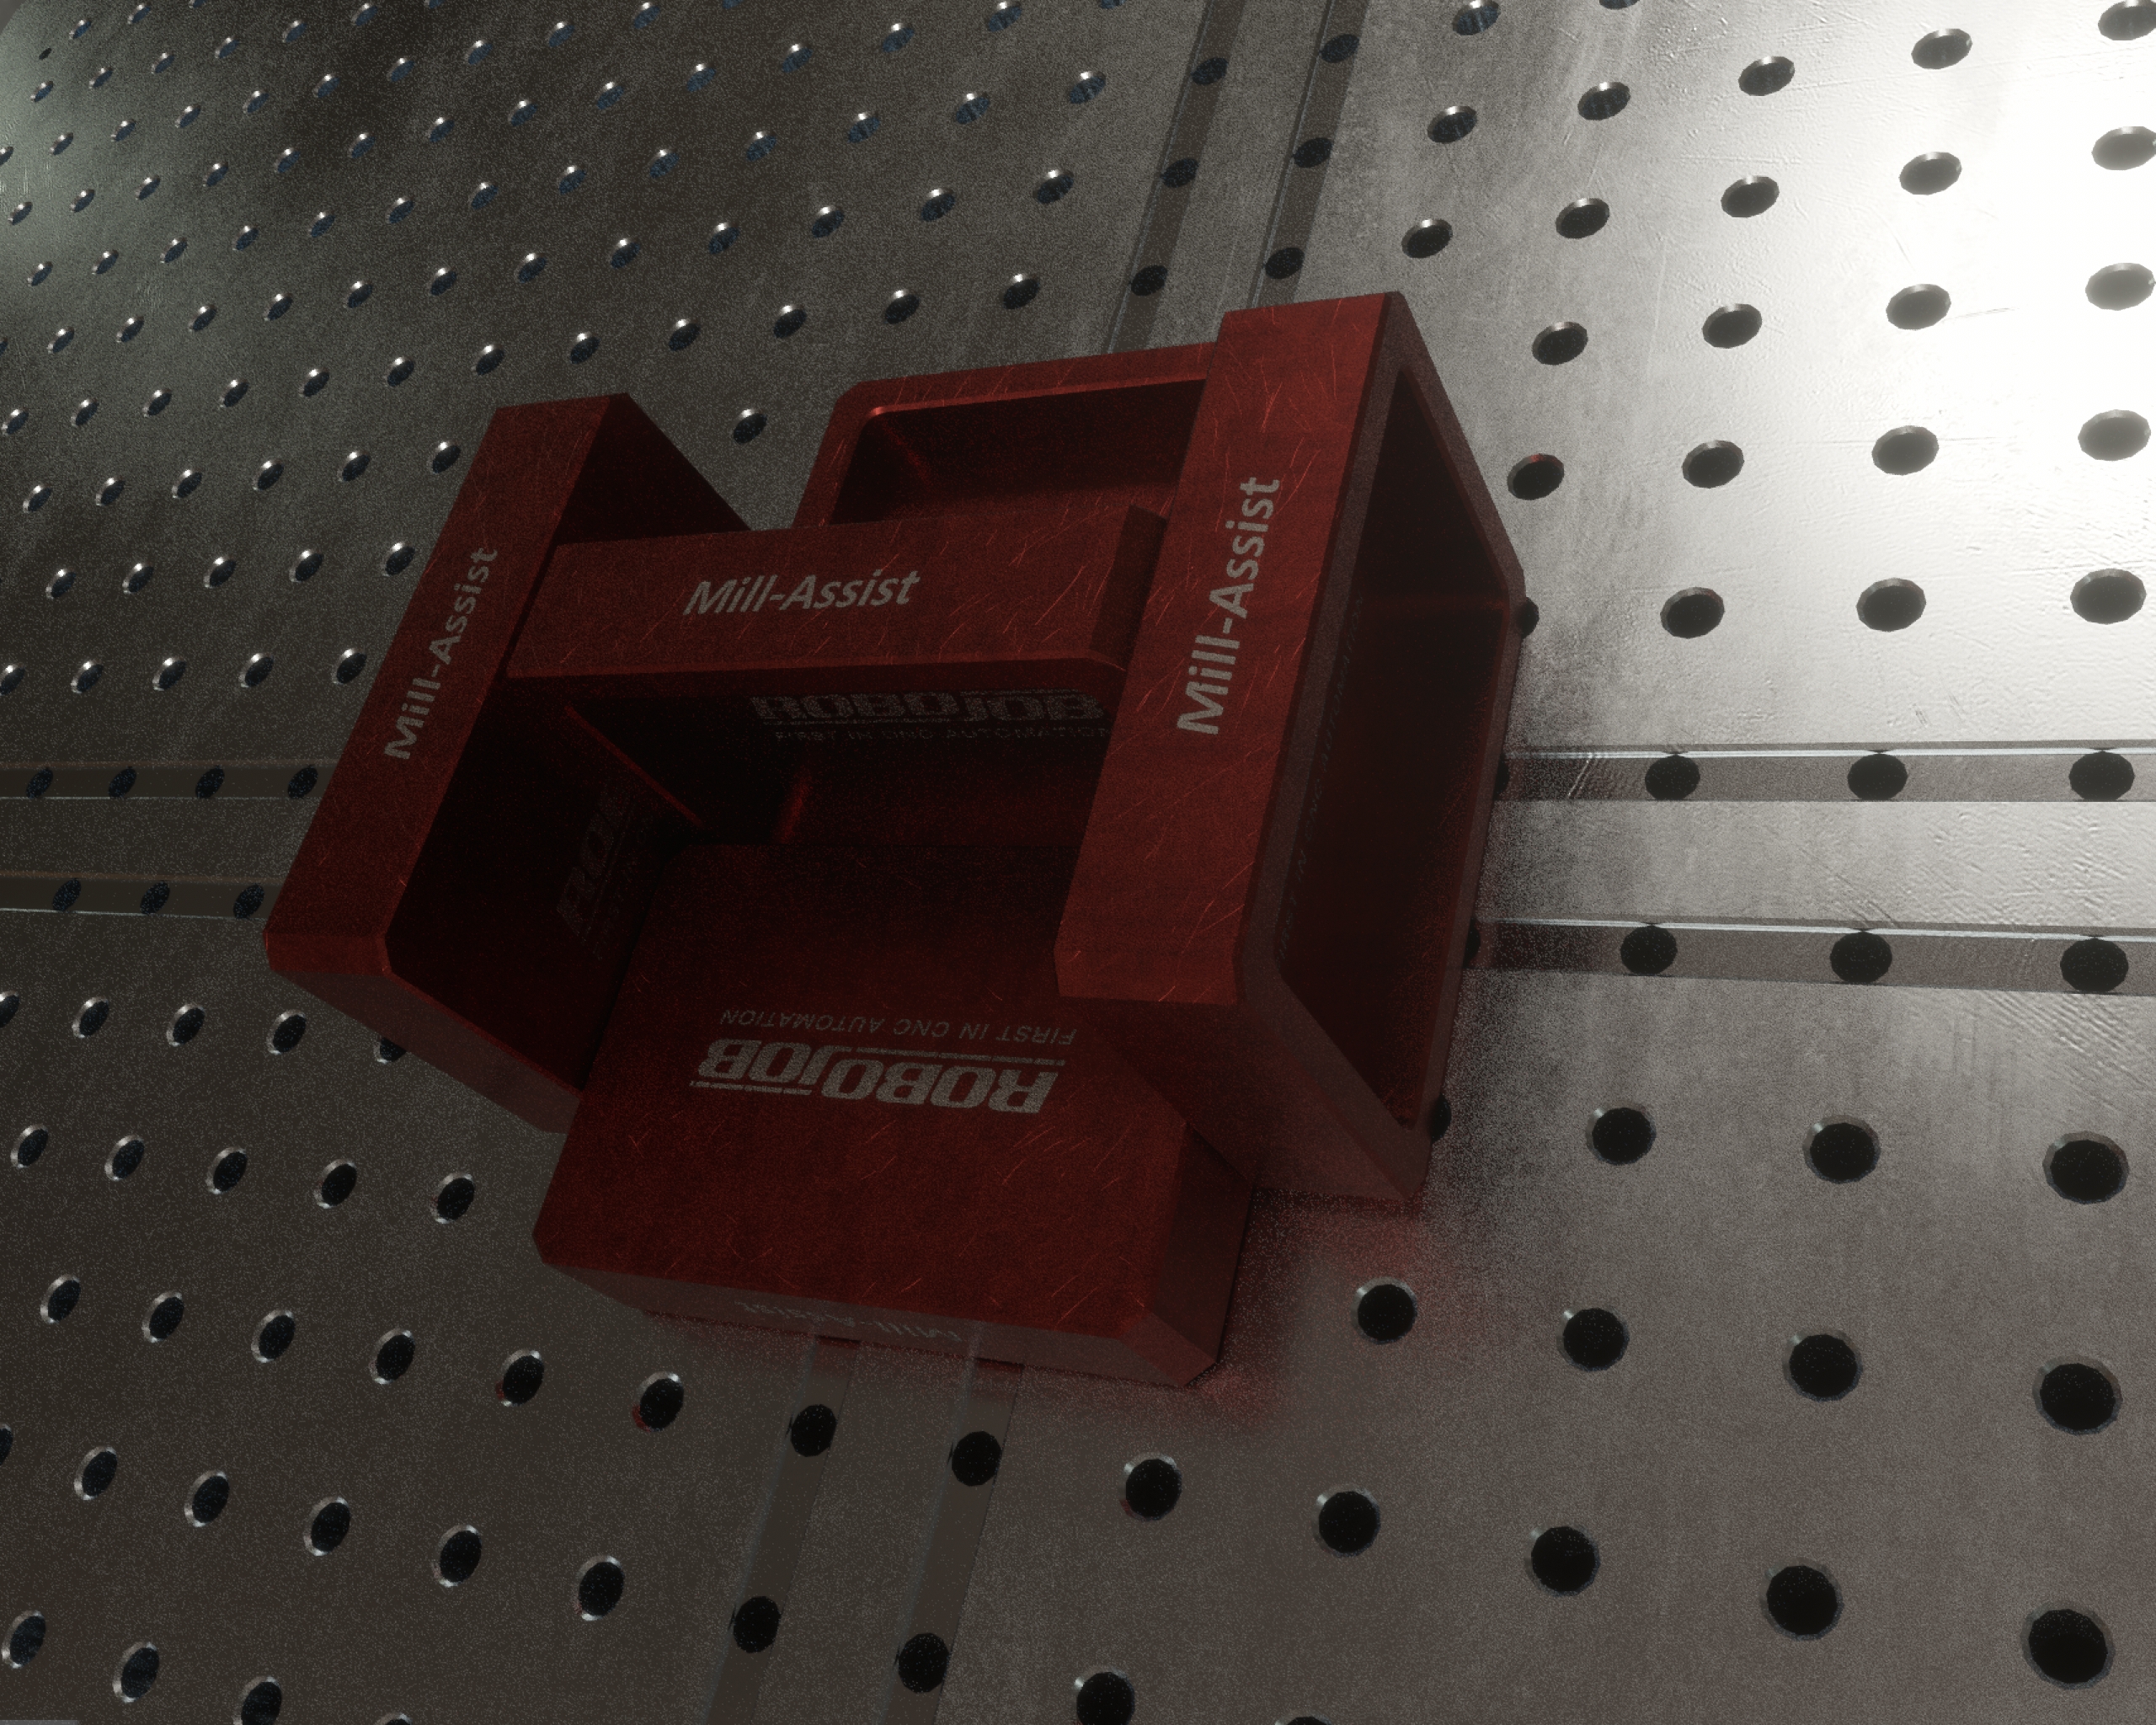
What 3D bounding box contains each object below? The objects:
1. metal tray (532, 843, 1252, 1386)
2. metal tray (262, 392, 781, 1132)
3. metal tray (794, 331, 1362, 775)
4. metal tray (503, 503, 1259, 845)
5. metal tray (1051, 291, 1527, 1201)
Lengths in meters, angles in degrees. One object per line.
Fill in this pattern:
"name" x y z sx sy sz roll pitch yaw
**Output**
"metal tray" -0.031 0.043 0.392 0.130 0.030 0.090 1 62 28
"metal tray" -0.101 -0.019 0.429 0.030 0.090 0.130 1 62 28
"metal tray" -0.001 -0.064 0.443 0.130 0.030 0.090 1 62 28
"metal tray" -0.029 -0.026 0.394 0.130 0.090 0.030 1 63 28
"metal tray" 0.042 -0.019 0.354 0.030 0.090 0.130 1 62 28
